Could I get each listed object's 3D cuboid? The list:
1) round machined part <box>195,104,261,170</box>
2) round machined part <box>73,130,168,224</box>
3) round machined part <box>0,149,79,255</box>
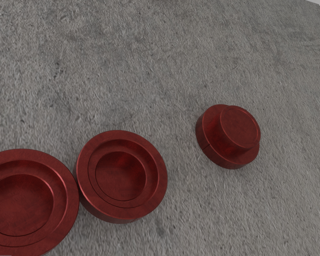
[{"bbox_3d":[0.104,0.007,0.445,0.099,0.042,0.098,14,56,-21],"label":"round machined part"},{"bbox_3d":[-0.045,0.055,0.335,0.099,0.042,0.098,14,56,-21],"label":"round machined part"},{"bbox_3d":[-0.127,0.071,0.281,0.099,0.042,0.098,14,56,-21],"label":"round machined part"}]
